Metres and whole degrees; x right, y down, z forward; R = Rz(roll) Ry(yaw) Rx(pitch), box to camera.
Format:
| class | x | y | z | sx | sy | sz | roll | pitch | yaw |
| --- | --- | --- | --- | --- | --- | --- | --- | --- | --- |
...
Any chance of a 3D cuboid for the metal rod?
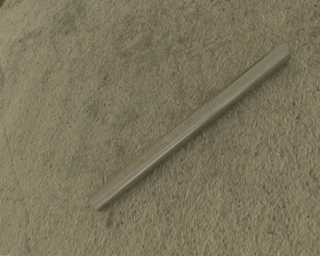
| class | x | y | z | sx | sy | sz | roll | pitch | yaw |
| --- | --- | --- | --- | --- | --- | --- | --- | --- | --- |
| metal rod | 0.035 | 0.001 | 0.385 | 0.300 | 0.025 | 0.025 | -39 | 51 | 1 |
